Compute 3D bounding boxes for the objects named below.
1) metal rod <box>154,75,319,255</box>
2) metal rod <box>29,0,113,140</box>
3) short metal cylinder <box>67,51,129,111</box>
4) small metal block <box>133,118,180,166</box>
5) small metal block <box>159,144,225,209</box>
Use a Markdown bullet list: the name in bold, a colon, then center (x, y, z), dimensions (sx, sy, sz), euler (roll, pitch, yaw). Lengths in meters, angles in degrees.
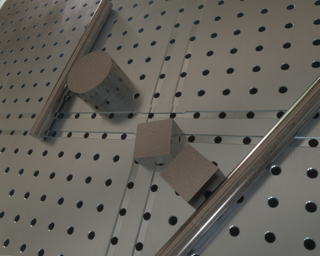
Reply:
- **metal rod**: center (0.084, 0.056, 0.329), dimensions (0.300, 0.025, 0.025), euler (-46, 51, -5)
- **metal rod**: center (-0.153, -0.116, 0.560), dimensions (0.025, 0.025, 0.300), euler (7, 65, 31)
- **short metal cylinder**: center (-0.097, -0.074, 0.489), dimensions (0.080, 0.050, 0.080), euler (-13, 56, 21)
- **small metal block**: center (-0.004, 0.019, 0.399), dimensions (0.050, 0.025, 0.050), euler (-8, 58, 23)
- **small metal block**: center (0.036, 0.055, 0.356), dimensions (0.050, 0.025, 0.050), euler (-47, 51, -5)
